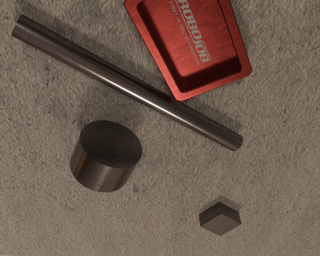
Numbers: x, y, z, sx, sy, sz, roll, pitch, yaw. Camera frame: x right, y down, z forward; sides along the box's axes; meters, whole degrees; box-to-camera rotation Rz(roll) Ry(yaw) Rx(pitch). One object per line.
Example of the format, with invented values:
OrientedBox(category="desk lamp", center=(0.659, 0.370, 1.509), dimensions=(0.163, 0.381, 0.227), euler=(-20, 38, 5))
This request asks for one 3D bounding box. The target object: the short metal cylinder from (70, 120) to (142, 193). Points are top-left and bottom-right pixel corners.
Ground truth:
OrientedBox(category="short metal cylinder", center=(-0.070, 0.036, 0.400), dimensions=(0.081, 0.080, 0.050), euler=(19, 128, -16))

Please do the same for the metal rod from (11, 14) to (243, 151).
OrientedBox(category="metal rod", center=(-0.020, -0.042, 0.371), dimensions=(0.301, 0.025, 0.025), euler=(27, 125, -22))

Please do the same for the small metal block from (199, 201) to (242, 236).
OrientedBox(category="small metal block", center=(0.106, 0.161, 0.546), dimensions=(0.050, 0.025, 0.050), euler=(32, 123, -25))

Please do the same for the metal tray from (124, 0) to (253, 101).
OrientedBox(category="metal tray", center=(0.033, -0.097, 0.321), dimensions=(0.090, 0.030, 0.130), euler=(-20, 128, 16))
